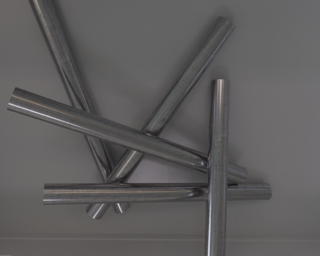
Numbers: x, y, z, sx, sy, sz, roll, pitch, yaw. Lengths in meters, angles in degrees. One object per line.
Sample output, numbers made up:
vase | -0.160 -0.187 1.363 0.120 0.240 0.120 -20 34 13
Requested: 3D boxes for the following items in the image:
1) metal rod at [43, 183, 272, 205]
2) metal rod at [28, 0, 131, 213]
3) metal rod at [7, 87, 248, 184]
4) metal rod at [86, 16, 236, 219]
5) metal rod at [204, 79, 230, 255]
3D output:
metal rod | 0.009 0.084 0.405 0.302 0.025 0.025 3 111 -16
metal rod | -0.097 -0.017 0.403 0.025 0.025 0.298 -15 110 5
metal rod | -0.019 0.018 0.370 0.302 0.025 0.025 20 110 -23
metal rod | -0.005 -0.005 0.393 0.025 0.025 0.299 33 101 -11
metal rod | 0.069 0.090 0.376 0.025 0.025 0.298 3 84 -1
